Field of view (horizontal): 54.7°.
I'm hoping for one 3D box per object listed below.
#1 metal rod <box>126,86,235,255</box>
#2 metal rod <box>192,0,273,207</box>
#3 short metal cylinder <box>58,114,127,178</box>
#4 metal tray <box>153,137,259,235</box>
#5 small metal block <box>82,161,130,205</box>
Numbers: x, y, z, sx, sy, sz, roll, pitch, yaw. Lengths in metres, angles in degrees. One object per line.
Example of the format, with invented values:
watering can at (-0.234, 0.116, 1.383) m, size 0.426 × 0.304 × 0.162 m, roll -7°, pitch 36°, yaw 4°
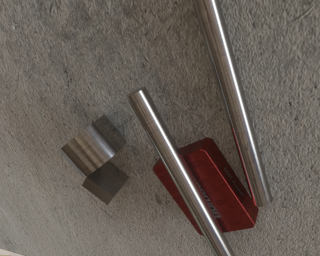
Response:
metal rod at (0.040, 0.084, 0.397) m, size 0.025 × 0.025 × 0.299 m, roll -17°, pitch 110°, yaw 35°
metal rod at (0.080, -0.038, 0.341) m, size 0.025 × 0.025 × 0.299 m, roll -8°, pitch 115°, yaw 31°
short metal cylinder at (-0.094, 0.024, 0.436) m, size 0.080 × 0.080 × 0.050 m, roll -32°, pitch 101°, yaw 38°
metal tray at (0.062, 0.084, 0.423) m, size 0.090 × 0.030 × 0.130 m, roll -26°, pitch 105°, yaw 37°
small metal block at (-0.084, 0.084, 0.487) m, size 0.050 × 0.050 × 0.025 m, roll 37°, pitch 129°, yaw 3°
